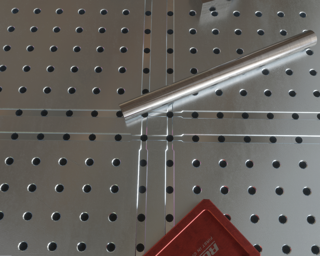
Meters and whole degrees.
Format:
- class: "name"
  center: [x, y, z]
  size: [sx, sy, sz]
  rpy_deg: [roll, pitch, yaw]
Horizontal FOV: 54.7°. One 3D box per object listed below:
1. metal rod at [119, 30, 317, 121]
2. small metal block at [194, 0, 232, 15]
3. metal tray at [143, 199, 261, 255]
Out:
- class: "metal rod"
  center: [0.087, -0.077, 0.440]
  size: [0.302, 0.025, 0.025]
  rpy_deg: [-22, 72, -8]
- class: "small metal block"
  center: [0.081, -0.214, 0.490]
  size: [0.050, 0.025, 0.050]
  rpy_deg: [-18, 71, -7]
- class: "metal tray"
  center: [0.036, 0.157, 0.351]
  size: [0.130, 0.030, 0.090]
  rpy_deg: [-40, 75, -13]
